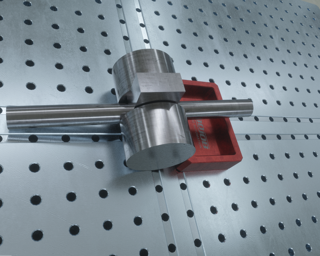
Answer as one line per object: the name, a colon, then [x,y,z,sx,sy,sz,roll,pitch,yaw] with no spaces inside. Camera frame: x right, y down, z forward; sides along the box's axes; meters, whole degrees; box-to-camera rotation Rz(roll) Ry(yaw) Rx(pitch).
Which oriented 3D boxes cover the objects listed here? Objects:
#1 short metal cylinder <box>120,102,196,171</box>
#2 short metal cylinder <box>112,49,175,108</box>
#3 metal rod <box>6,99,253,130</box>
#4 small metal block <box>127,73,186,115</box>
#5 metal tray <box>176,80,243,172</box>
short metal cylinder: [-0.003,0.012,0.363,0.081,0.080,0.050,1,61,-28]
short metal cylinder: [-0.017,-0.055,0.395,0.081,0.080,0.050,1,62,-28]
metal rod: [-0.019,-0.019,0.379,0.303,0.025,0.025,-3,63,-20]
small metal block: [-0.006,-0.037,0.351,0.050,0.050,0.025,-4,63,-21]
metal tray: [0.055,-0.006,0.438,0.091,0.030,0.130,1,61,-28]
